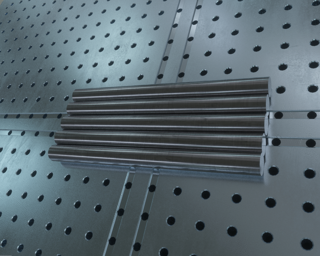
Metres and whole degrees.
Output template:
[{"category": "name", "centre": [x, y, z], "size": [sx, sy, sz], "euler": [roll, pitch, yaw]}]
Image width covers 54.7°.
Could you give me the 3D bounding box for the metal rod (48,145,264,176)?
[{"category": "metal rod", "centre": [-0.025, 0.038, 0.397], "size": [0.300, 0.025, 0.025], "euler": [0, 62, 27]}]

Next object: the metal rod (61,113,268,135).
[{"category": "metal rod", "centre": [-0.014, -0.005, 0.417], "size": [0.300, 0.025, 0.025], "euler": [1, 62, 28]}]

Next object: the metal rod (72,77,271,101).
[{"category": "metal rod", "centre": [-0.002, -0.050, 0.439], "size": [0.300, 0.025, 0.025], "euler": [1, 62, 28]}]

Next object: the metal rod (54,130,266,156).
[{"category": "metal rod", "centre": [-0.020, 0.017, 0.407], "size": [0.300, 0.025, 0.025], "euler": [1, 62, 28]}]

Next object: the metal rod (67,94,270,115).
[{"category": "metal rod", "centre": [-0.008, -0.028, 0.428], "size": [0.300, 0.025, 0.025], "euler": [1, 62, 28]}]
